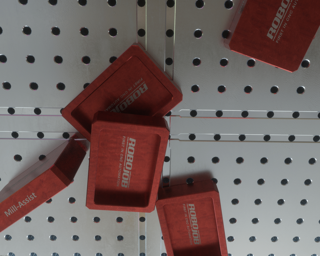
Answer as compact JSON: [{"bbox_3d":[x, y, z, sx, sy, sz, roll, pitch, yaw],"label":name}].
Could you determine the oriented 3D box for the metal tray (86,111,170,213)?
[{"bbox_3d":[-0.044,0.047,0.396,0.091,0.030,0.129,6,115,-9],"label":"metal tray"}]

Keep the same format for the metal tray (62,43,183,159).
[{"bbox_3d":[-0.048,-0.033,0.397,0.130,0.030,0.090,-40,106,13],"label":"metal tray"}]

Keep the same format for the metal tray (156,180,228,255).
[{"bbox_3d":[0.049,0.147,0.465,0.091,0.030,0.129,-10,110,3],"label":"metal tray"}]

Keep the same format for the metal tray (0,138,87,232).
[{"bbox_3d":[-0.164,0.074,0.403,0.130,0.090,0.030,-34,107,11],"label":"metal tray"}]

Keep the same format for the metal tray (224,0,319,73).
[{"bbox_3d":[0.143,-0.141,0.361,0.091,0.030,0.129,18,109,-7],"label":"metal tray"}]
